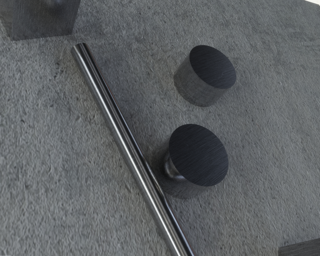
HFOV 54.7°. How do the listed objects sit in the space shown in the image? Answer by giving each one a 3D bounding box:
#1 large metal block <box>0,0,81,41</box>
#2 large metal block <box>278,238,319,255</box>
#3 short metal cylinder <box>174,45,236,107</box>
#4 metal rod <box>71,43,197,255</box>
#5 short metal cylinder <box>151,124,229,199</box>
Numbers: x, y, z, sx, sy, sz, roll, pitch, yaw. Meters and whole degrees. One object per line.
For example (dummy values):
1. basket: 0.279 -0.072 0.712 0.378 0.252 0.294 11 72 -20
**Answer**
1. large metal block: -0.150 -0.159 0.384 0.081 0.080 0.050 -20 73 -35
2. large metal block: 0.185 0.180 0.358 0.050 0.080 0.080 26 53 -12
3. short metal cylinder: 0.068 -0.079 0.472 0.081 0.050 0.080 14 56 -21
4. metal rod: -0.037 0.022 0.369 0.025 0.025 0.299 -18 71 -35
5. short metal cylinder: 0.036 0.042 0.382 0.081 0.050 0.080 14 56 -21
